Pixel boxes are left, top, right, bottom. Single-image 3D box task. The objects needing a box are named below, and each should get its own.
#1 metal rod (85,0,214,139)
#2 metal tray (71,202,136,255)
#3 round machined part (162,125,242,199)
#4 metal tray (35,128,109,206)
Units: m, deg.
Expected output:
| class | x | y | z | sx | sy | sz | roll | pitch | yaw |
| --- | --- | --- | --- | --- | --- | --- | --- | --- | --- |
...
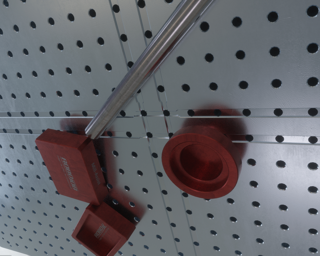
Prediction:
| class | x | y | z | sx | sy | sz | roll | pitch | yaw |
| --- | --- | --- | --- | --- | --- | --- | --- | --- | --- |
| metal rod | -0.018 | -0.074 | 0.374 | 0.025 | 0.025 | 0.299 | 44 | 129 | -2 |
| metal tray | -0.109 | 0.194 | 0.579 | 0.090 | 0.030 | 0.129 | 36 | 133 | 3 |
| round machined part | 0.055 | 0.039 | 0.395 | 0.098 | 0.042 | 0.097 | 13 | 124 | 21 |
| metal tray | -0.144 | 0.067 | 0.515 | 0.090 | 0.030 | 0.129 | 10 | 130 | 23 |
